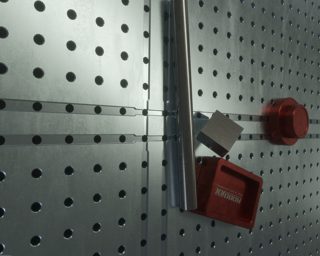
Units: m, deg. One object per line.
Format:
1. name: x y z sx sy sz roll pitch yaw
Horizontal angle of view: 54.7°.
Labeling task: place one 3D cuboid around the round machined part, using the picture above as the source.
1. round machined part: 0.265 -0.013 0.624 0.099 0.042 0.097 0 90 -40

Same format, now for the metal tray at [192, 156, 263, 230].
1. metal tray: 0.114 0.108 0.504 0.131 0.030 0.090 27 73 -37

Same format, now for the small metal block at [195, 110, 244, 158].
1. small metal block: 0.091 0.008 0.471 0.050 0.025 0.050 36 59 7

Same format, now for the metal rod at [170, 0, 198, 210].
1. metal rod: 0.034 -0.034 0.439 0.025 0.025 0.298 -6 94 -40
